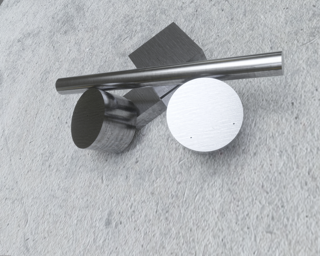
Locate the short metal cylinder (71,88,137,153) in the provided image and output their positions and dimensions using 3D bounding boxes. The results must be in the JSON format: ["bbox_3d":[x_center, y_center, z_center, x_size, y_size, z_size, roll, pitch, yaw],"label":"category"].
[{"bbox_3d":[-0.076,-0.008,0.416,0.080,0.050,0.080,-14,69,44],"label":"short metal cylinder"}]

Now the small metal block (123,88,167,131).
[{"bbox_3d":[-0.025,-0.033,0.439,0.050,0.025,0.050,-36,51,2],"label":"small metal block"}]

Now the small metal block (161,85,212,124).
[{"bbox_3d":[0.038,-0.031,0.404,0.050,0.025,0.050,-37,51,3],"label":"small metal block"}]

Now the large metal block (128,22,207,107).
[{"bbox_3d":[0.014,-0.089,0.434,0.080,0.050,0.080,-36,51,4],"label":"large metal block"}]

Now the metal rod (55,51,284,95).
[{"bbox_3d":[-0.009,-0.063,0.382,0.300,0.025,0.025,-1,61,27],"label":"metal rod"}]

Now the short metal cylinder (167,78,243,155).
[{"bbox_3d":[0.051,-0.011,0.351,0.080,0.050,0.080,-2,81,10],"label":"short metal cylinder"}]
